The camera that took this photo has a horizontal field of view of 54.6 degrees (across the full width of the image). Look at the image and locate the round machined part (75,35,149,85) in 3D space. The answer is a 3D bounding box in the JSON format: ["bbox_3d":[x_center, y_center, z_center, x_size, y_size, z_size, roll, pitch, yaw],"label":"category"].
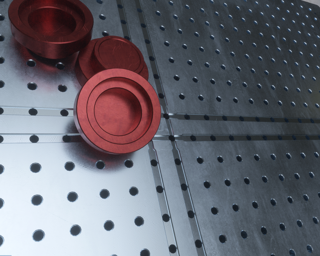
[{"bbox_3d":[-0.060,-0.084,0.416,0.099,0.042,0.098,14,56,-21],"label":"round machined part"}]

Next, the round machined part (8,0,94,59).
[{"bbox_3d":[-0.137,-0.127,0.395,0.099,0.042,0.098,9,55,-13],"label":"round machined part"}]

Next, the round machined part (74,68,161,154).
[{"bbox_3d":[-0.052,-0.018,0.366,0.099,0.042,0.098,3,83,-24],"label":"round machined part"}]
